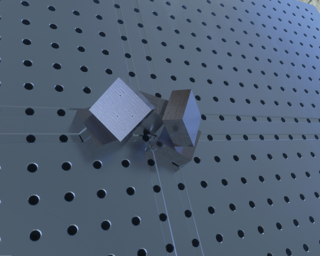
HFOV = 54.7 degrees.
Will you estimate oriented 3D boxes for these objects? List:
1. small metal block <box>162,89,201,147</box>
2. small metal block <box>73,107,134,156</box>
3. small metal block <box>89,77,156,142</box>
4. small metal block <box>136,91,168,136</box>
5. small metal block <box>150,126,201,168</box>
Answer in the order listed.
[{"bbox_3d":[0.028,-0.012,0.382,0.050,0.025,0.050,64,35,-43],"label":"small metal block"},{"bbox_3d":[-0.069,-0.001,0.373,0.050,0.025,0.050,-21,73,-36],"label":"small metal block"},{"bbox_3d":[-0.041,-0.021,0.348,0.050,0.050,0.025,45,12,3],"label":"small metal block"},{"bbox_3d":[-0.021,-0.018,0.393,0.050,0.050,0.025,17,55,-19],"label":"small metal block"},{"bbox_3d":[0.022,0.016,0.412,0.050,0.025,0.050,31,51,-9],"label":"small metal block"}]
